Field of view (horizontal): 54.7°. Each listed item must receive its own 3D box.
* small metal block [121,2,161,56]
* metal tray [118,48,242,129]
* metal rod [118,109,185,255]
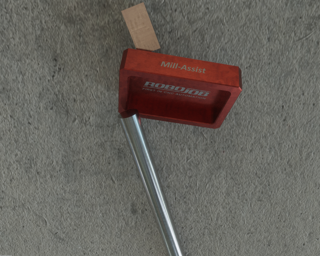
[{"bbox_3d":[-0.020,-0.114,0.354,0.025,0.050,0.050,-20,109,7],"label":"small metal block"},{"bbox_3d":[0.019,-0.042,0.365,0.131,0.030,0.090,9,150,-4],"label":"metal tray"},{"bbox_3d":[0.000,0.111,0.434,0.025,0.025,0.298,-14,116,5],"label":"metal rod"}]
